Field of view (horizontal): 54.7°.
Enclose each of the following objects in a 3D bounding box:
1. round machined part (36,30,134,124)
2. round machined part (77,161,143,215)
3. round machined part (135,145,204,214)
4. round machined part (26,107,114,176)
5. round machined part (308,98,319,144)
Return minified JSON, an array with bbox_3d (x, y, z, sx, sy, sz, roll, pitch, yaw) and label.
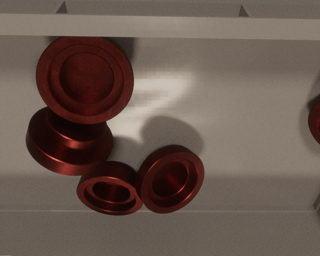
[{"bbox_3d":[-0.079,-0.057,0.337,0.099,0.042,0.097,-3,115,-7],"label":"round machined part"},{"bbox_3d":[-0.071,0.087,0.467,0.099,0.042,0.097,4,133,4],"label":"round machined part"},{"bbox_3d":[0.010,0.068,0.438,0.099,0.042,0.097,-12,117,-24],"label":"round machined part"},{"bbox_3d":[-0.101,0.004,0.363,0.099,0.098,0.042,19,128,-16],"label":"round machined part"},{"bbox_3d":[0.237,-0.009,0.372,0.098,0.042,0.097,34,148,25],"label":"round machined part"}]
